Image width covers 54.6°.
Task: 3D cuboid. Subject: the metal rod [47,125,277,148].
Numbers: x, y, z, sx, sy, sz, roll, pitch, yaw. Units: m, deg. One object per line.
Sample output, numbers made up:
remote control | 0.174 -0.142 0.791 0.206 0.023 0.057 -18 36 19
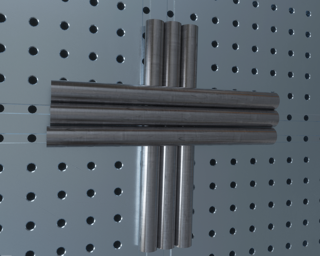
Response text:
metal rod | 0.017 0.010 0.392 0.302 0.025 0.025 1 90 -20

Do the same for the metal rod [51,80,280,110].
metal rod | 0.022 -0.040 0.394 0.302 0.025 0.025 1 90 -20

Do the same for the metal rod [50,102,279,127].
metal rod | 0.021 -0.015 0.393 0.302 0.025 0.025 1 90 -20

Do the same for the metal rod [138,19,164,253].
metal rod | -0.011 0.009 0.408 0.025 0.025 0.298 2 89 -20

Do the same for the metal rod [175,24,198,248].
metal rod | 0.036 0.010 0.425 0.025 0.025 0.298 2 89 -20

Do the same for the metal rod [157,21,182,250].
metal rod | 0.012 0.009 0.417 0.025 0.025 0.298 2 89 -20
